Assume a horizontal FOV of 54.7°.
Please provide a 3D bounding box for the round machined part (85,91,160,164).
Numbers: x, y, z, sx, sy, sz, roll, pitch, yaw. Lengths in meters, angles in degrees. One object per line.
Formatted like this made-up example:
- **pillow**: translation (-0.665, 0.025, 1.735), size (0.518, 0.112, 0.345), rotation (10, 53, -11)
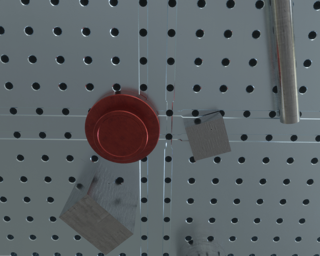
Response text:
- **round machined part**: translation (-0.049, 0.004, 0.405), size (0.099, 0.042, 0.097), rotation (0, 110, 0)

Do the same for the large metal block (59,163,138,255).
- **large metal block**: translation (-0.079, 0.108, 0.423), size (0.050, 0.080, 0.080), rotation (-41, 105, 13)

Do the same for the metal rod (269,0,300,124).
- **metal rod**: translation (0.141, -0.147, 0.360), size (0.025, 0.025, 0.298), rotation (-12, 110, 4)

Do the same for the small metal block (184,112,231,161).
- **small metal block**: translation (0.064, 0.011, 0.418), size (0.050, 0.025, 0.050), rotation (-16, 110, 5)

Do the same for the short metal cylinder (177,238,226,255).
- **short metal cylinder**: translation (0.067, 0.221, 0.482), size (0.081, 0.050, 0.079), rotation (0, 110, 0)
